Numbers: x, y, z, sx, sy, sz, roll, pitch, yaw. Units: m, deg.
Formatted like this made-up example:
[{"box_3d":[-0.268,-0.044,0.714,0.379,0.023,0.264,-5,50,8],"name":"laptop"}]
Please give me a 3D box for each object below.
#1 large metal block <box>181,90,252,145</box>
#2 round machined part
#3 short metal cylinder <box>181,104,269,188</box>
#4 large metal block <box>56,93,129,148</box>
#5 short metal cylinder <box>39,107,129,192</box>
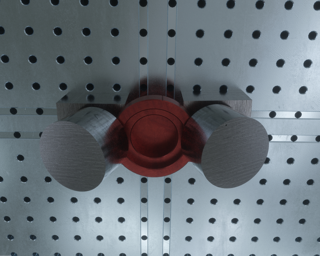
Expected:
[{"box_3d":[0.068,-0.004,0.399,0.080,0.050,0.079,-1,110,0],"name":"large metal block"},{"box_3d":[-0.007,0.007,0.375,0.099,0.042,0.097,0,110,0],"name":"round machined part"},{"box_3d":[0.070,0.019,0.340,0.081,0.050,0.079,-7,111,-19],"name":"short metal cylinder"},{"box_3d":[-0.082,0.000,0.399,0.081,0.050,0.079,1,110,-1],"name":"large metal block"},{"box_3d":[-0.082,0.022,0.340,0.080,0.050,0.079,8,113,20],"name":"short metal cylinder"}]
